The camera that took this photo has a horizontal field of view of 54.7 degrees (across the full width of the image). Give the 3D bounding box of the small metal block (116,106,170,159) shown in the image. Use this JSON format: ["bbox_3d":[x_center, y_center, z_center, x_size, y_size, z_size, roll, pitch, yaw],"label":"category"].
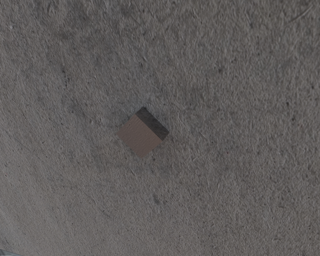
[{"bbox_3d":[-0.024,0.007,0.423,0.050,0.025,0.050,45,129,-4],"label":"small metal block"}]
